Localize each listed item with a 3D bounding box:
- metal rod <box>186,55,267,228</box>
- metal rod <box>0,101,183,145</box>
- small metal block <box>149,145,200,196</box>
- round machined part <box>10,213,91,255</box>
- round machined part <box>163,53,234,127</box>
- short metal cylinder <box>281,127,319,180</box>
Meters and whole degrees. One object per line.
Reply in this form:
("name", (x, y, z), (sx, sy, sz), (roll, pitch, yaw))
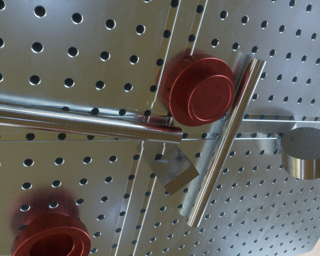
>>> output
("metal rod", (0.096, 0.035, 0.484), (0.025, 0.025, 0.298), (2, 118, -30))
("metal rod", (-0.103, -0.007, 0.350), (0.302, 0.025, 0.025), (8, 115, -32))
("small metal block", (0.020, 0.060, 0.443), (0.050, 0.050, 0.025), (-36, 129, -5))
("round machined part", (-0.146, 0.154, 0.416), (0.099, 0.042, 0.097), (-14, 124, -21))
("round machined part", (0.057, -0.044, 0.404), (0.099, 0.042, 0.097), (-14, 124, -21))
("short metal cylinder", (0.255, 0.043, 0.542), (0.080, 0.080, 0.050), (-28, 128, -11))
